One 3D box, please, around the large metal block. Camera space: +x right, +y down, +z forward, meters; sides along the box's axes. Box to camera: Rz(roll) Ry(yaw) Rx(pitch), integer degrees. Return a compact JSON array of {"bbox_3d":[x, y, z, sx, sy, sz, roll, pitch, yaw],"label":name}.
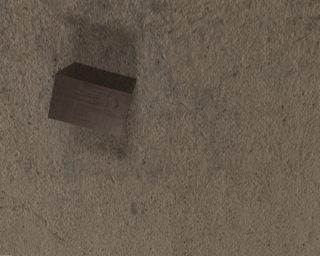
[{"bbox_3d":[-0.075,-0.037,0.366,0.081,0.080,0.050,15,109,-6],"label":"large metal block"}]
